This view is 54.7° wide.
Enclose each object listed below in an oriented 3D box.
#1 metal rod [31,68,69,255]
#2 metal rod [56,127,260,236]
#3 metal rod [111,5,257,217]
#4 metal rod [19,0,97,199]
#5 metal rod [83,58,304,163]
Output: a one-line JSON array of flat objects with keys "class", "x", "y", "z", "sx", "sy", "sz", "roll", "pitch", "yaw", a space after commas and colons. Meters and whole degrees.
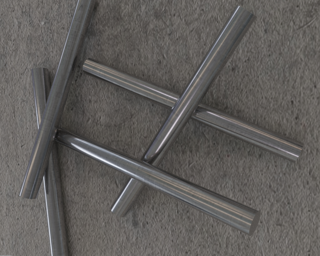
[{"class": "metal rod", "x": -0.166, "y": 0.059, "z": 0.467, "sx": 0.025, "sy": 0.025, "sz": 0.298, "roll": -8, "pitch": 87, "yaw": 20}, {"class": "metal rod", "x": -0.028, "y": 0.051, "z": 0.378, "sx": 0.300, "sy": 0.025, "sz": 0.025, "roll": 19, "pitch": 97, "yaw": 34}, {"class": "metal rod", "x": 0.017, "y": -0.005, "z": 0.378, "sx": 0.025, "sy": 0.025, "sz": 0.298, "roll": 38, "pitch": 111, "yaw": 16}, {"class": "metal rod", "x": -0.146, "y": -0.046, "z": 0.443, "sx": 0.025, "sy": 0.025, "sz": 0.298, "roll": 16, "pitch": 89, "yaw": 19}, {"class": "metal rod", "x": 0.028, "y": -0.030, "z": 0.399, "sx": 0.301, "sy": 0.025, "sz": 0.025, "roll": 24, "pitch": 98, "yaw": 18}]
